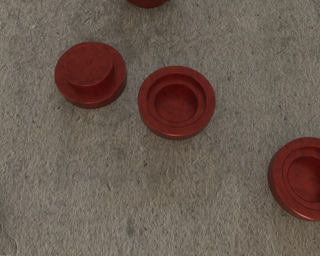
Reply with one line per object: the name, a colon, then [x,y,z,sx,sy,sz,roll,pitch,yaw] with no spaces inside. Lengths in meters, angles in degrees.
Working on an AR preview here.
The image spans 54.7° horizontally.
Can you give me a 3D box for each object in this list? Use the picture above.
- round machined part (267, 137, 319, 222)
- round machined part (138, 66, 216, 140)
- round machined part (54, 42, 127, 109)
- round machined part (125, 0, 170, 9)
round machined part: [0.180,0.064,0.377,0.099,0.042,0.098,0,70,0]
round machined part: [0.021,-0.030,0.410,0.099,0.042,0.098,0,70,0]
round machined part: [-0.096,-0.079,0.427,0.099,0.042,0.098,0,70,0]
round machined part: [-0.019,-0.227,0.482,0.099,0.042,0.098,0,70,0]
